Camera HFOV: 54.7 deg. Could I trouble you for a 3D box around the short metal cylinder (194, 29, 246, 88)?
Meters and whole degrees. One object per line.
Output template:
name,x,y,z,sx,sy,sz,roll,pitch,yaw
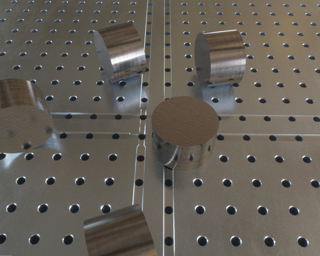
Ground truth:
short metal cylinder,0.087,-0.103,0.460,0.050,0.080,0.080,-9,51,-7

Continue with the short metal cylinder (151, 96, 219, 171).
short metal cylinder,0.030,0.006,0.387,0.081,0.050,0.080,0,50,0

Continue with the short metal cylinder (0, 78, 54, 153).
short metal cylinder,-0.178,-0.014,0.381,0.081,0.080,0.050,-20,53,-16

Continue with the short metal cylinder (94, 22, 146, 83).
short metal cylinder,-0.061,-0.113,0.466,0.050,0.080,0.080,-21,54,-17

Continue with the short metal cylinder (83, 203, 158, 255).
short metal cylinder,-0.033,0.114,0.276,0.050,0.080,0.080,-15,52,-13
